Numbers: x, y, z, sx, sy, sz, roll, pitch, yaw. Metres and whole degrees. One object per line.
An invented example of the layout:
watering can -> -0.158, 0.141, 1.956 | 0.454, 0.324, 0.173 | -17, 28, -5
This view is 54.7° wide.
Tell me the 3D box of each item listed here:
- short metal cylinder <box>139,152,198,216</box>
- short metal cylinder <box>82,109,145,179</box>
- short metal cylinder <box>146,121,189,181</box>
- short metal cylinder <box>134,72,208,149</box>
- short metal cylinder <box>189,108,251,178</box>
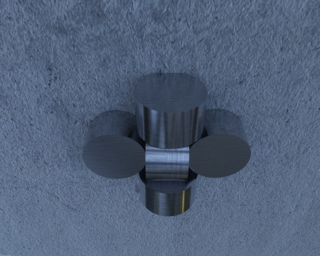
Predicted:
short metal cylinder -> 0.011, 0.077, 0.439 | 0.081, 0.080, 0.050 | 0, 130, 0
short metal cylinder -> -0.058, 0.022, 0.410 | 0.081, 0.050, 0.079 | -1, 130, -1
short metal cylinder -> 0.008, 0.028, 0.397 | 0.050, 0.080, 0.079 | 0, 130, 0
short metal cylinder -> 0.012, -0.022, 0.354 | 0.081, 0.080, 0.050 | 0, 130, 0
short metal cylinder -> 0.074, 0.021, 0.410 | 0.080, 0.050, 0.079 | 0, 131, 0
